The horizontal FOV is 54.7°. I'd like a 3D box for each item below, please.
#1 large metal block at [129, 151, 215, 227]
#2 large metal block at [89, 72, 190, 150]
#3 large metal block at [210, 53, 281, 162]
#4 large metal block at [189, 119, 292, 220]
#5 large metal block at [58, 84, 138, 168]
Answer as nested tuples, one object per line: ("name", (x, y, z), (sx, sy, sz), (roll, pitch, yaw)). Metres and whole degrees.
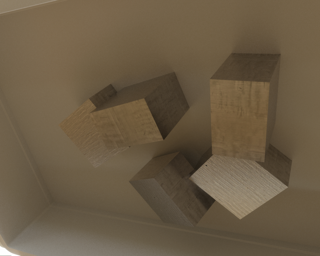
("large metal block", (0.015, 0.083, 0.419), (0.080, 0.050, 0.080), (52, 151, -9))
("large metal block", (-0.022, -0.021, 0.372), (0.080, 0.080, 0.050), (-12, 112, 33))
("large metal block", (0.087, -0.024, 0.312), (0.050, 0.080, 0.079), (7, 122, 24))
("large metal block", (0.096, 0.050, 0.373), (0.080, 0.050, 0.080), (39, 129, 2))
("large metal block", (-0.080, -0.001, 0.434), (0.080, 0.050, 0.080), (-31, 101, 38))
